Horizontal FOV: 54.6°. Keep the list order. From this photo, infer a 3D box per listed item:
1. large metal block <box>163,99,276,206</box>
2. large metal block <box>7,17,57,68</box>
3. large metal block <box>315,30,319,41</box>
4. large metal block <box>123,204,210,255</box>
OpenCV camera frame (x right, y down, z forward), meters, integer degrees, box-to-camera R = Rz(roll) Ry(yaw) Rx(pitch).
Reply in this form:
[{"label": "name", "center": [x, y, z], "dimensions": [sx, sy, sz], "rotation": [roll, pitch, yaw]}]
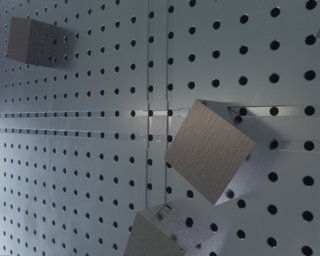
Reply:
[{"label": "large metal block", "center": [0.063, 0.024, 0.342], "dimensions": [0.080, 0.050, 0.080], "rotation": [41, 115, 32]}, {"label": "large metal block", "center": [-0.250, -0.167, 0.602], "dimensions": [0.080, 0.050, 0.080], "rotation": [20, 103, 38]}, {"label": "large metal block", "center": [0.186, -0.091, 0.240], "dimensions": [0.080, 0.050, 0.080], "rotation": [35, 112, 34]}, {"label": "large metal block", "center": [0.005, 0.156, 0.390], "dimensions": [0.080, 0.050, 0.080], "rotation": [28, 107, 36]}]
